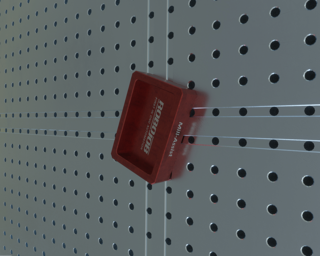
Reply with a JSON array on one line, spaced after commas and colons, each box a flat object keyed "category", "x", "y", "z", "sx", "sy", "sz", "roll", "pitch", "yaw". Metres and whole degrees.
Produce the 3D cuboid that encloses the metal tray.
[{"category": "metal tray", "x": -0.013, "y": -0.002, "z": 0.417, "sx": 0.090, "sy": 0.030, "sz": 0.129, "roll": 27, "pitch": 107, "yaw": 36}]
